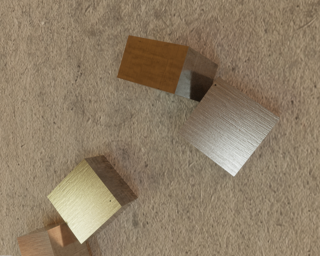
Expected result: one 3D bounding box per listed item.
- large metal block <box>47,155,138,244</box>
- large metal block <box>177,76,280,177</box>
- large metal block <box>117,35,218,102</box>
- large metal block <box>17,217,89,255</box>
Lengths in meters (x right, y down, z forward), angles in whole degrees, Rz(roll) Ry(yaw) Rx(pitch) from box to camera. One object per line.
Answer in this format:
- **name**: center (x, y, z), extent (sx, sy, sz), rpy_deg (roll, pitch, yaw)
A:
- **large metal block**: center (-0.093, 0.096, 0.428), extent (0.080, 0.050, 0.080), rpy_deg (-45, 76, 14)
- **large metal block**: center (0.082, -0.002, 0.367), extent (0.080, 0.050, 0.080), rpy_deg (38, 102, 15)
- **large metal block**: center (0.011, -0.068, 0.368), extent (0.080, 0.080, 0.050), rpy_deg (20, 97, 31)
- **large metal block**: center (-0.148, 0.179, 0.437), extent (0.080, 0.050, 0.080), rpy_deg (-23, 82, 35)
